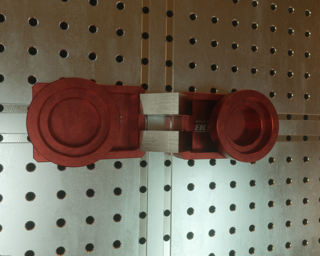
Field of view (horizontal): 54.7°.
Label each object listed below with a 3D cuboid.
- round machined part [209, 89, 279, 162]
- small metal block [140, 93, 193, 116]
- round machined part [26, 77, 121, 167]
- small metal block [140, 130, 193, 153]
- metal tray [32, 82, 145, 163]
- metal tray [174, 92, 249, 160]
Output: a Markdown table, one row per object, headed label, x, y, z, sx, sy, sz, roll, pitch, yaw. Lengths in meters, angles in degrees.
| label | x | y | z | sx | sy | sz | roll | pitch | yaw |
| --- | --- | --- | --- | --- | --- | --- | --- | --- | --- |
| round machined part | 0.112 | -0.003 | 0.431 | 0.099 | 0.042 | 0.097 | 0 | 90 | -20 |
| small metal block | 0.009 | -0.028 | 0.387 | 0.050 | 0.050 | 0.025 | 1 | 90 | 24 |
| round machined part | -0.098 | -0.006 | 0.354 | 0.099 | 0.042 | 0.097 | 0 | 90 | -20 |
| small metal block | 0.009 | 0.016 | 0.387 | 0.050 | 0.050 | 0.025 | 1 | 90 | 24 |
| metal tray | -0.085 | -0.007 | 0.380 | 0.131 | 0.030 | 0.089 | -1 | 92 | -20 |
| metal tray | 0.086 | -0.002 | 0.442 | 0.131 | 0.030 | 0.089 | 1 | 90 | -20 |
